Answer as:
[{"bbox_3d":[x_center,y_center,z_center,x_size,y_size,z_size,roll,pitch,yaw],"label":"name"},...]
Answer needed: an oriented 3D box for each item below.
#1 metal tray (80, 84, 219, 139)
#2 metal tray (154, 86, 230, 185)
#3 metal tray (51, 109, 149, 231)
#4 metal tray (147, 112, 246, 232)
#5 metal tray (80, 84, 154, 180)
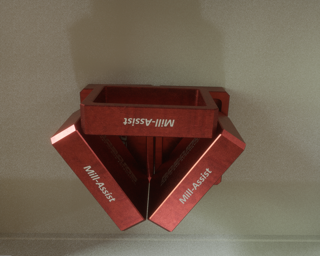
[{"bbox_3d":[-0.010,-0.021,0.334,0.131,0.090,0.030,2,111,-1],"label":"metal tray"},{"bbox_3d":[0.039,0.011,0.412,0.091,0.030,0.129,1,109,-1],"label":"metal tray"},{"bbox_3d":[-0.061,0.041,0.357,0.030,0.090,0.130,-30,108,11],"label":"metal tray"},{"bbox_3d":[0.036,0.044,0.358,0.030,0.090,0.129,34,107,-12],"label":"metal tray"},{"bbox_3d":[-0.053,0.009,0.411,0.091,0.030,0.129,0,109,0],"label":"metal tray"}]
